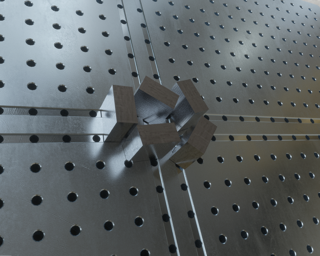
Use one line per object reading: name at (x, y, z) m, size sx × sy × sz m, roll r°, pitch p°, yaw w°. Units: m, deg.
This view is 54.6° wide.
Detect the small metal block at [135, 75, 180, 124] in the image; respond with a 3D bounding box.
small metal block at (-0.011, -0.033, 0.406) m, size 0.050 × 0.050 × 0.025 m, roll 30°, pitch 53°, yaw -10°

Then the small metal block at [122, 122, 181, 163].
small metal block at (-0.011, 0.018, 0.374) m, size 0.050 × 0.050 × 0.025 m, roll -5°, pitch 64°, yaw -31°

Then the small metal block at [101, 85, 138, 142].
small metal block at (-0.050, -0.016, 0.374) m, size 0.025 × 0.050 × 0.050 m, roll 3°, pitch 61°, yaw -26°

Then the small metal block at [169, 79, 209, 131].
small metal block at (0.033, -0.031, 0.427) m, size 0.025 × 0.050 × 0.050 m, roll -17°, pitch 70°, yaw -35°

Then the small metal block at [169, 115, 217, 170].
small metal block at (0.043, 0.019, 0.402) m, size 0.025 × 0.050 × 0.050 m, roll 36°, pitch 51°, yaw -3°
